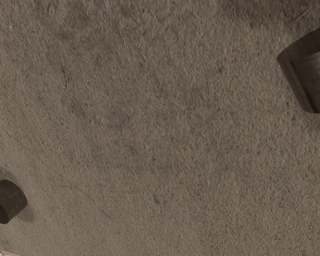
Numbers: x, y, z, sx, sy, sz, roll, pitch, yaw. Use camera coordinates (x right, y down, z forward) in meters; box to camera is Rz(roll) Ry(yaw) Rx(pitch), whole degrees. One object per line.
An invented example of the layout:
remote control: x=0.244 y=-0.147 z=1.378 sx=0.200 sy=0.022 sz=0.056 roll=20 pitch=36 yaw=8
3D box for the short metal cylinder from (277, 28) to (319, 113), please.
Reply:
short metal cylinder: x=0.148 y=-0.055 z=0.259 sx=0.080 sy=0.080 sz=0.050 roll=-23 pitch=106 yaw=36

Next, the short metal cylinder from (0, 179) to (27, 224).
short metal cylinder: x=-0.334 y=0.157 z=0.660 sx=0.080 sy=0.050 sz=0.079 roll=13 pitch=124 yaw=20
